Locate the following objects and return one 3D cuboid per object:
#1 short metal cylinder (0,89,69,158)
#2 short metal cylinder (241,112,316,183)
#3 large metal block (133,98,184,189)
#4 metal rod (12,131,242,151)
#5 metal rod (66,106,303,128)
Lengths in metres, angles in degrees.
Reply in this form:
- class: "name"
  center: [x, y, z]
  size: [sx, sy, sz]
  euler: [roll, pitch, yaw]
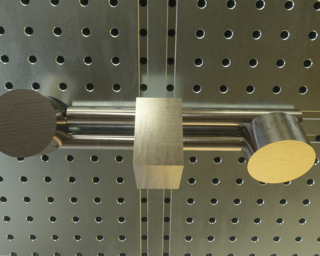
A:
- class: "short metal cylinder"
  center: [-0.160, -0.005, 0.382]
  size: [0.081, 0.050, 0.080]
  euler: [0, 87, -1]
- class: "short metal cylinder"
  center: [0.148, 0.026, 0.397]
  size: [0.081, 0.050, 0.079]
  euler: [0, 132, 0]
- class: "large metal block"
  center: [-0.002, 0.020, 0.359]
  size: [0.050, 0.080, 0.080]
  euler: [1, 152, 0]
- class: "metal rod"
  center: [-0.043, 0.017, 0.419]
  size: [0.302, 0.025, 0.025]
  euler: [1, 110, -1]
- class: "metal rod"
  center: [0.032, -0.015, 0.408]
  size: [0.302, 0.025, 0.025]
  euler: [1, 110, -1]
